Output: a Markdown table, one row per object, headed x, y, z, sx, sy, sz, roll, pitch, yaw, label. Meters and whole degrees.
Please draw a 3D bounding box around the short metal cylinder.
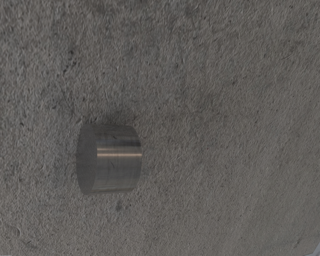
| x | y | z | sx | sy | sz | roll | pitch | yaw | label |
| --- | --- | --- | --- | --- | --- | --- | --- | --- | --- |
| -0.061 | 0.036 | 0.359 | 0.050 | 0.080 | 0.079 | 3 | 117 | -30 | short metal cylinder |
